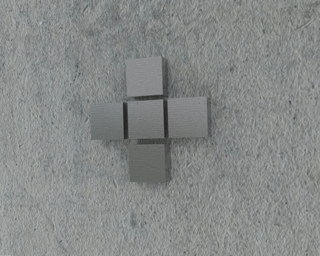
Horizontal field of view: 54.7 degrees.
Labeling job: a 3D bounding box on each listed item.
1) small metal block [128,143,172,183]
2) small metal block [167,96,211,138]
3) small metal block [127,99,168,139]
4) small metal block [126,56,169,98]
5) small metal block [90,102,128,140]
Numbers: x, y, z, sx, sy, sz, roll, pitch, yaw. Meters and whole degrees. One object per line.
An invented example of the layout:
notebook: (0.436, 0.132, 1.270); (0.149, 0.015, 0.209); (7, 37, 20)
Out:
small metal block: (-0.013, 0.046, 0.414); (0.050, 0.025, 0.050); (-2, 89, 19)
small metal block: (0.038, -0.013, 0.396); (0.050, 0.025, 0.050); (-2, 89, 19)
small metal block: (-0.015, -0.011, 0.415); (0.050, 0.025, 0.050); (-2, 89, 19)
small metal block: (-0.017, -0.067, 0.415); (0.050, 0.025, 0.050); (-2, 89, 19)
small metal block: (-0.068, -0.009, 0.433); (0.050, 0.025, 0.050); (-2, 89, 19)
